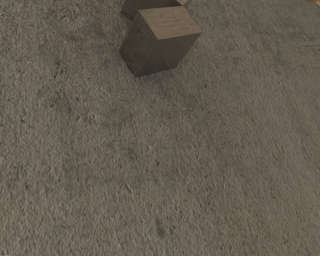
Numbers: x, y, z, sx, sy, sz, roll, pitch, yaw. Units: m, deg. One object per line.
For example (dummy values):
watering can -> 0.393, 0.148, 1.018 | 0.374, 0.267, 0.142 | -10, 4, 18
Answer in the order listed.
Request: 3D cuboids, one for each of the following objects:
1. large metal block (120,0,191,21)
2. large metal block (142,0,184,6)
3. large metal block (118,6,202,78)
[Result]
large metal block -> -0.004, -0.196, 0.486 | 0.080, 0.080, 0.050 | 38, 51, -3
large metal block -> 0.000, -0.265, 0.549 | 0.081, 0.050, 0.080 | -15, 70, -34
large metal block -> -0.001, -0.123, 0.443 | 0.081, 0.080, 0.050 | -21, 74, -36
